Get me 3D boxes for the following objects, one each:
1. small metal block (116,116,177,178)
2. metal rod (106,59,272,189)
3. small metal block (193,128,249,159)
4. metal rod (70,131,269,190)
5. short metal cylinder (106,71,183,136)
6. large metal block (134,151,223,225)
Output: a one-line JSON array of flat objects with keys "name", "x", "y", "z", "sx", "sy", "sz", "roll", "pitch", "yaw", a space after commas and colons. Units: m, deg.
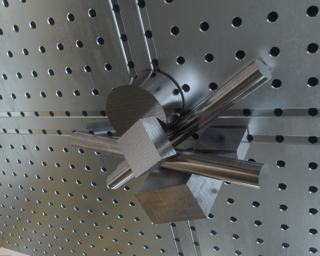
[{"name": "small metal block", "x": -0.017, "y": 0.022, "z": 0.353, "sx": 0.050, "sy": 0.025, "sz": 0.050, "roll": -41, "pitch": 73, "yaw": 39}, {"name": "metal rod", "x": 0.015, "y": 0.014, "z": 0.408, "sx": 0.025, "sy": 0.025, "sz": 0.299, "roll": 47, "pitch": 129, "yaw": -5}, {"name": "small metal block", "x": 0.073, "y": 0.023, "z": 0.366, "sx": 0.050, "sy": 0.050, "sz": 0.025, "roll": 1, "pitch": 119, "yaw": 29}, {"name": "metal rod", "x": -0.016, "y": 0.032, "z": 0.389, "sx": 0.300, "sy": 0.025, "sz": 0.025, "roll": 7, "pitch": 123, "yaw": 40}, {"name": "short metal cylinder", "x": -0.019, "y": -0.025, "z": 0.385, "sx": 0.080, "sy": 0.050, "sz": 0.079, "roll": 13, "pitch": 123, "yaw": 21}, {"name": "large metal block", "x": 0.027, "y": 0.074, "z": 0.401, "sx": 0.080, "sy": 0.080, "sz": 0.050, "roll": -19, "pitch": 108, "yaw": 35}]
